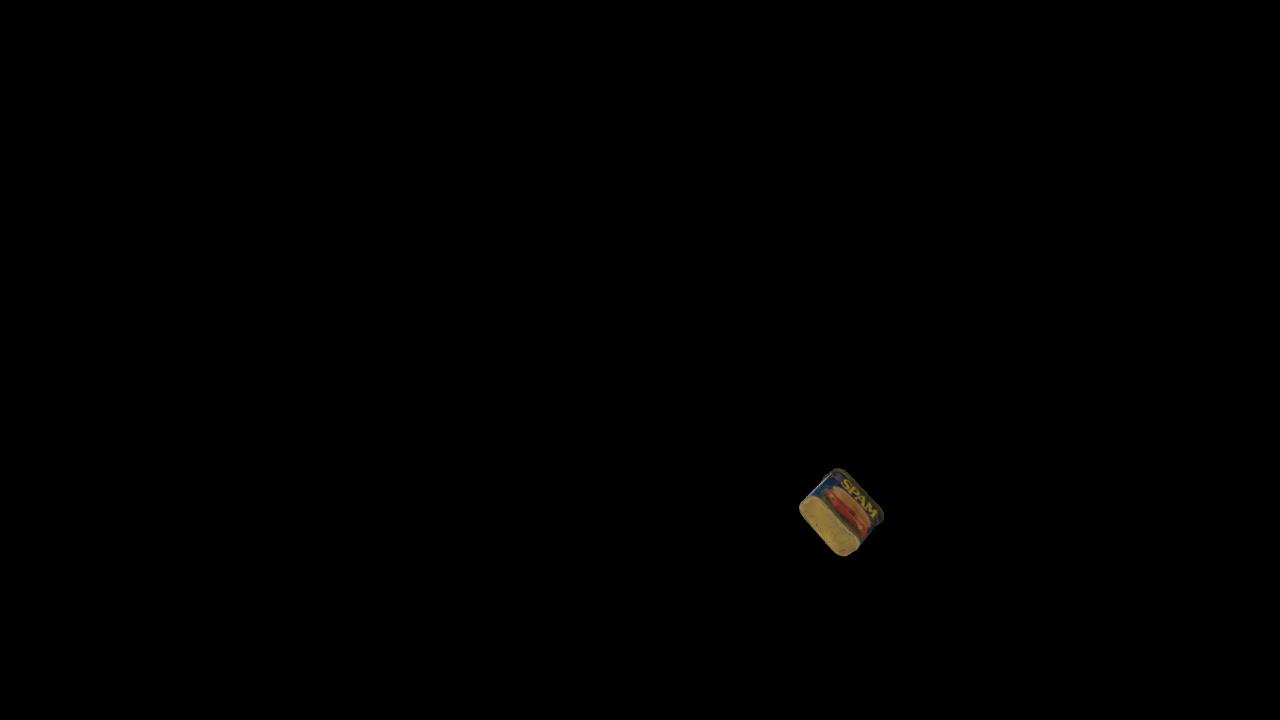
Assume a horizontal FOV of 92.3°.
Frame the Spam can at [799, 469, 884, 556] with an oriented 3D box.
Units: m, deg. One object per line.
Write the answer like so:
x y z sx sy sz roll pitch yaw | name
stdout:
0.297 0.225 0.911 0.085 0.101 0.058 -26 -22 -42 | Spam can
